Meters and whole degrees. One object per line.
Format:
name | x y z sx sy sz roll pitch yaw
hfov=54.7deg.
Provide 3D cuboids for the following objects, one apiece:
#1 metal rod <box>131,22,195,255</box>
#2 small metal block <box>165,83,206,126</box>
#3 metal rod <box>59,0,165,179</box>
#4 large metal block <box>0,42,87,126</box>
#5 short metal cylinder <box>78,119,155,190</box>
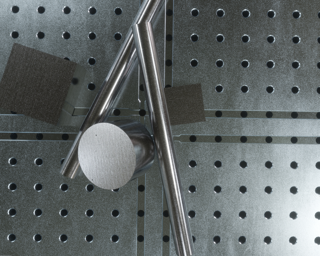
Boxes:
metal rod | 0.006 0.021 0.394 0.025 0.025 0.298 -11 98 0
small metal block | 0.031 -0.030 0.414 0.050 0.025 0.050 -8 90 -1
metal rod | -0.056 -0.072 0.412 0.025 0.025 0.299 26 90 -1
large metal block | -0.151 -0.053 0.399 0.080 0.050 0.080 18 90 -1
short metal cylinder | -0.053 0.031 0.386 0.080 0.050 0.079 3 98 24
